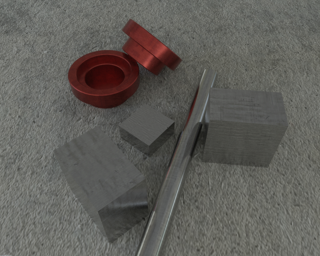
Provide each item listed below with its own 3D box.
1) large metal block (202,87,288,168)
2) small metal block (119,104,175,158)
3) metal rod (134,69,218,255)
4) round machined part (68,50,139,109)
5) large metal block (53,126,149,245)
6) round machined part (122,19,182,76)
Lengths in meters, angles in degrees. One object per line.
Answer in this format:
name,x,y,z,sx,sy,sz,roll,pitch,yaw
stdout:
large metal block,0.095,0.001,0.367,0.080,0.080,0.050,5,50,4
small metal block,-0.017,0.002,0.401,0.050,0.025,0.050,32,57,24
metal rod,0.029,0.029,0.378,0.025,0.025,0.300,14,51,11
round machined part,-0.078,-0.066,0.447,0.099,0.042,0.098,0,50,0
large metal block,-0.057,0.059,0.318,0.050,0.080,0.080,-32,57,-24
round machined part,-0.018,-0.115,0.466,0.098,0.098,0.042,45,102,30
